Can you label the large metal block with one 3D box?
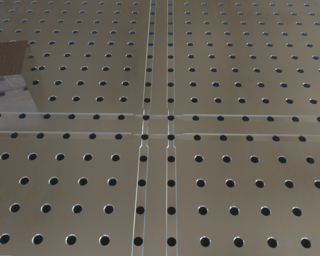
[{"bbox_3d":[-0.234,-0.082,0.460,0.080,0.050,0.080,-8,50,-6],"label":"large metal block"}]
